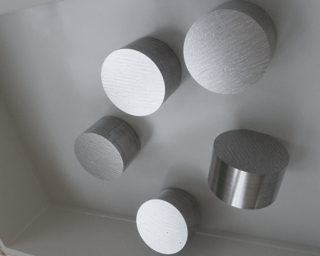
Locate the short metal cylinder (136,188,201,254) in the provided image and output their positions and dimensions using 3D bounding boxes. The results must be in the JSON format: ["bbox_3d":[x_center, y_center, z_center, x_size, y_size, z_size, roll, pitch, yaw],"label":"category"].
[{"bbox_3d":[0.013,0.133,0.451,0.080,0.050,0.079,5,101,28],"label":"short metal cylinder"}]

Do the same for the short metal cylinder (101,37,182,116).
[{"bbox_3d":[-0.021,-0.061,0.365,0.080,0.050,0.079,13,124,20],"label":"short metal cylinder"}]

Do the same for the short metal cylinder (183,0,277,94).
[{"bbox_3d":[0.070,-0.080,0.306,0.080,0.050,0.079,13,124,20],"label":"short metal cylinder"}]

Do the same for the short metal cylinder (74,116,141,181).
[{"bbox_3d":[-0.075,0.029,0.448,0.080,0.050,0.079,13,124,20],"label":"short metal cylinder"}]

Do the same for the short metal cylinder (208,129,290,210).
[{"bbox_3d":[0.097,0.044,0.349,0.080,0.080,0.050,16,125,19],"label":"short metal cylinder"}]
